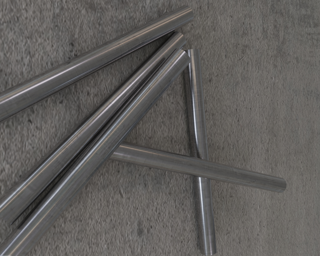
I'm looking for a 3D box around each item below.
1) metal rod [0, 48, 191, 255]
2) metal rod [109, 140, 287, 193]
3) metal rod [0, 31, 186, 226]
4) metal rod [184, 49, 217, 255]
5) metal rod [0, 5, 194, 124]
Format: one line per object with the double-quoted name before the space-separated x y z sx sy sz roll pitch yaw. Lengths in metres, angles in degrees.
"metal rod" -0.061 0.021 0.331 0.301 0.025 0.025 -51 121 -20
"metal rod" 0.067 0.058 0.429 0.302 0.025 0.025 15 80 -29
"metal rod" -0.060 -0.020 0.354 0.301 0.025 0.025 -50 120 -28
"metal rod" 0.058 0.038 0.453 0.025 0.025 0.298 -10 96 -40
"metal rod" -0.062 -0.083 0.351 0.302 0.025 0.025 -38 113 -33
